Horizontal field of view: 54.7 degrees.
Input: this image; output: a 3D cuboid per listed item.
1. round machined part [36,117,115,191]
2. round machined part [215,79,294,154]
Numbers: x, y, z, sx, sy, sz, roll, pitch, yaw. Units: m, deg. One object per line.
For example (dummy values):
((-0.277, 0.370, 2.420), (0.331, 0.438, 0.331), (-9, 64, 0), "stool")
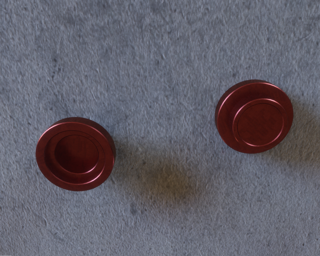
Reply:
((-0.108, 0.031, 0.411), (0.099, 0.042, 0.097), (0, 110, -1), "round machined part")
((0.123, -0.010, 0.399), (0.099, 0.042, 0.097), (0, 110, -1), "round machined part")
